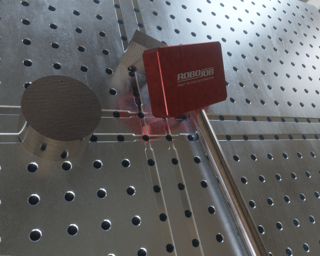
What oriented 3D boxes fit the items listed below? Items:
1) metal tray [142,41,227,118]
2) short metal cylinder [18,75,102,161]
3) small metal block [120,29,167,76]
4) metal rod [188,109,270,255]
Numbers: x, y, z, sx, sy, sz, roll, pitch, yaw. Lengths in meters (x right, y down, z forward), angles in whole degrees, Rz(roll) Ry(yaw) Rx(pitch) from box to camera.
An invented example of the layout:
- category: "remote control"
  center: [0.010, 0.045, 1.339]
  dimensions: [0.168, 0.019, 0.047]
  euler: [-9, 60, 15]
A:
- category: "metal tray"
  center: [0.040, -0.071, 0.437]
  dimensions: [0.131, 0.030, 0.089]
  euler: [-19, 105, -40]
- category: "short metal cylinder"
  center: [-0.110, -0.011, 0.340]
  dimensions: [0.081, 0.050, 0.080]
  euler: [14, 56, -21]
- category: "small metal block"
  center: [-0.023, -0.105, 0.445]
  dimensions: [0.050, 0.050, 0.025]
  euler: [23, 53, -15]
- category: "metal rod"
  center: [0.103, 0.109, 0.398]
  dimensions: [0.025, 0.025, 0.299]
  euler: [-8, 66, -32]
